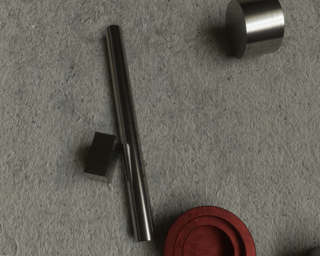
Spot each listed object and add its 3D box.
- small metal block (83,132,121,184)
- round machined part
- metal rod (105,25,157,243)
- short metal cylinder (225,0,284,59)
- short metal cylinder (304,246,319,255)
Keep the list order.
[{"bbox_3d":[-0.069,0.038,0.380,0.025,0.050,0.050,11,71,4],"label":"small metal block"},{"bbox_3d":[0.053,0.139,0.348,0.099,0.042,0.098,0,70,0],"label":"round machined part"},{"bbox_3d":[-0.043,-0.007,0.410,0.025,0.025,0.299,-10,70,-4],"label":"metal rod"},{"bbox_3d":[0.129,-0.140,0.431,0.050,0.080,0.080,-12,71,-4],"label":"short metal cylinder"},{"bbox_3d":[0.199,0.170,0.334,0.081,0.050,0.080,0,70,0],"label":"short metal cylinder"}]
